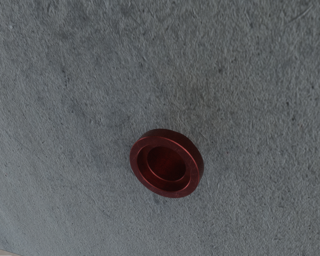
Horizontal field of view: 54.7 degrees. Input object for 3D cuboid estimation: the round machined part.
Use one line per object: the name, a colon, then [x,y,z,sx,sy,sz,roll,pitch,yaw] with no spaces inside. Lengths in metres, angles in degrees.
round machined part: [0.012,0.043,0.416,0.098,0.042,0.097,13,124,20]
